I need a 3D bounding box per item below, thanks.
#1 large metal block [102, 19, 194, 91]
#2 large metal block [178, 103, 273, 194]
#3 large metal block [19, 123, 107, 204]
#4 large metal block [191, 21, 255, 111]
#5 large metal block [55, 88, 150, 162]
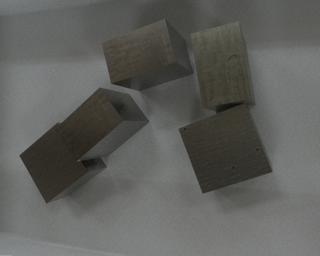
[{"bbox_3d":[-0.012,-0.085,0.385,0.080,0.080,0.050,-15,85,19],"label":"large metal block"},{"bbox_3d":[0.079,0.024,0.369,0.080,0.050,0.080,-22,83,18],"label":"large metal block"},{"bbox_3d":[-0.138,0.048,0.444,0.080,0.050,0.080,-37,79,16],"label":"large metal block"},{"bbox_3d":[0.075,-0.064,0.354,0.050,0.080,0.080,-10,87,19],"label":"large metal block"},{"bbox_3d":[-0.072,-0.004,0.406,0.080,0.080,0.050,-40,78,15],"label":"large metal block"}]
